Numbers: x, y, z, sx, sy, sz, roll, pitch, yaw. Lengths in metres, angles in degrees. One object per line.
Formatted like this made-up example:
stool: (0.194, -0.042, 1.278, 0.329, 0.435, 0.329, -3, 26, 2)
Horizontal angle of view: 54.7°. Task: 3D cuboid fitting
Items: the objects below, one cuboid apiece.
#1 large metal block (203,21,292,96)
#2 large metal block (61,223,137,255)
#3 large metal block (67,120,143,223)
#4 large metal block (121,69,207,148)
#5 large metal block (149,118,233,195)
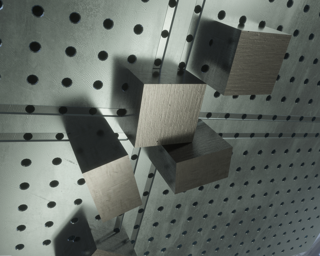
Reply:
large metal block: (0.111, -0.089, 0.402, 0.081, 0.050, 0.079, -4, 121, -27)
large metal block: (-0.095, 0.199, 0.468, 0.080, 0.050, 0.080, 34, 99, -39)
large metal block: (-0.066, 0.050, 0.371, 0.050, 0.080, 0.080, -22, 127, -16)
large metal block: (0.002, -0.026, 0.382, 0.081, 0.050, 0.079, -4, 121, -27)
large metal block: (0.038, 0.035, 0.420, 0.081, 0.080, 0.050, -13, 124, -22)
